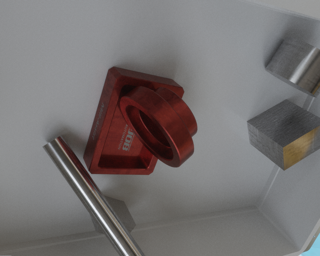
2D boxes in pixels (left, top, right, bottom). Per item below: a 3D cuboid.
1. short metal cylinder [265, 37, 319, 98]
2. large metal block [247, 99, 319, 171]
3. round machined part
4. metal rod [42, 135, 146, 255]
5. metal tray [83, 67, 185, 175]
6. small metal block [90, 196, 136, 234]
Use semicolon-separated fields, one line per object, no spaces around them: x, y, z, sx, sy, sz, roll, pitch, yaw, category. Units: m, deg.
0.196;-0.084;0.431;0.080;0.080;0.050;19;108;-36;short metal cylinder
0.198;0.008;0.489;0.080;0.080;0.050;-28;128;-11;large metal block
0.003;-0.006;0.346;0.042;0.098;0.098;-40;131;-19;round machined part
-0.045;0.139;0.378;0.025;0.025;0.299;-33;99;-7;metal rod
-0.034;-0.003;0.386;0.091;0.030;0.129;7;115;-32;metal tray
-0.068;0.123;0.433;0.050;0.050;0.025;28;103;-38;small metal block
